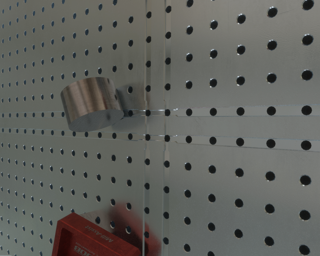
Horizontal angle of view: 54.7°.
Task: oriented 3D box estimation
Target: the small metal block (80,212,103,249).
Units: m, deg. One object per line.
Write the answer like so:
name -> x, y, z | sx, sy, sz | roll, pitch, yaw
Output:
small metal block -> -0.118, 0.175, 0.504 | 0.050, 0.025, 0.050 | 43, 116, 31

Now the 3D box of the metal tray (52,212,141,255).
metal tray -> -0.099, 0.194, 0.459 | 0.130, 0.030, 0.089 | 21, 107, 22

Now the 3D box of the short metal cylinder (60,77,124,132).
short metal cylinder -> -0.099, -0.032, 0.452 | 0.080, 0.081, 0.050 | -30, 72, 36
